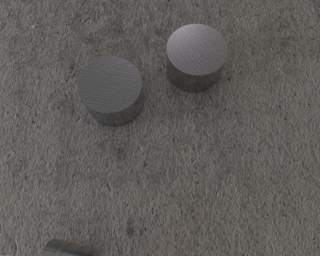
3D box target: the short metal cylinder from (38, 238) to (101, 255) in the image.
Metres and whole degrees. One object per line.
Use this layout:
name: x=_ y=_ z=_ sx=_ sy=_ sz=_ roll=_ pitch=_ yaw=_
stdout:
short metal cylinder: x=-0.098 y=0.161 z=0.319 sx=0.050 sy=0.080 sz=0.080 roll=12 pitch=71 yaw=4

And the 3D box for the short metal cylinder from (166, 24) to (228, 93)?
short metal cylinder: x=0.049 y=-0.096 z=0.430 sx=0.081 sy=0.050 sz=0.080 roll=0 pitch=70 yaw=0

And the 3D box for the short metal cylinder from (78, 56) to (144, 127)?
short metal cylinder: x=-0.063 y=-0.047 z=0.412 sx=0.081 sy=0.050 sz=0.080 roll=0 pitch=70 yaw=0
